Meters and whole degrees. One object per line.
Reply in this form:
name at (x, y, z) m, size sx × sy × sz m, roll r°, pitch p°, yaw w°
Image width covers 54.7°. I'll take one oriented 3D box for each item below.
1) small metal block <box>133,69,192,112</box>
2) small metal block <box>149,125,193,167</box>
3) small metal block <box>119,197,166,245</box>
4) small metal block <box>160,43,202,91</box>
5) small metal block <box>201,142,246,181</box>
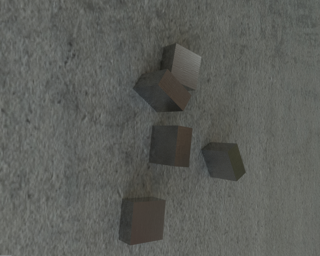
small metal block at (0.003, -0.046, 0.393) m, size 0.050 × 0.050 × 0.025 m, roll 43°, pitch 64°, yaw -32°
small metal block at (0.013, 0.023, 0.402) m, size 0.025 × 0.050 × 0.050 m, roll 10°, pitch 84°, yaw -40°
small metal block at (-0.022, 0.115, 0.389) m, size 0.050 × 0.025 × 0.050 m, roll 7°, pitch 85°, yaw -40°
small metal block at (0.028, -0.082, 0.430) m, size 0.050 × 0.025 × 0.050 m, roll 16°, pitch 80°, yaw -39°
small metal block at (0.096, 0.050, 0.472) m, size 0.025 × 0.050 × 0.050 m, roll -33°, pitch 111°, yaw -36°
